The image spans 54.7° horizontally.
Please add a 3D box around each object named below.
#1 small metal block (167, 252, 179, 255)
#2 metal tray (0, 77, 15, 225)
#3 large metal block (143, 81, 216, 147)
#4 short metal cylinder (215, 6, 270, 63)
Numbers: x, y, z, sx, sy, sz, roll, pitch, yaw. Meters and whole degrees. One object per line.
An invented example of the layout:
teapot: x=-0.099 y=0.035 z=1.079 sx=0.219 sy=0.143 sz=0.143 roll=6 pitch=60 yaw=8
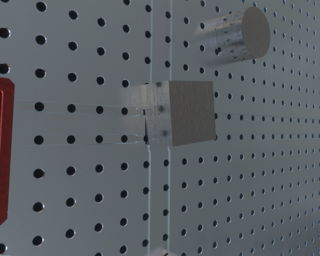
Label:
small metal block: x=0.012 y=0.208 z=0.420 sx=0.050 sy=0.025 sz=0.050 roll=-26 pitch=107 yaw=-37
metal tray: x=-0.176 y=0.019 z=0.257 sx=0.091 sy=0.030 sz=0.129 roll=4 pitch=88 yaw=-40
large metal block: x=0.028 y=-0.021 z=0.416 sx=0.081 sy=0.050 sz=0.079 roll=-7 pitch=94 yaw=-40
short metal cylinder: x=0.136 y=-0.151 z=0.506 sx=0.081 sy=0.050 sz=0.080 roll=0 pitch=90 yaw=-40
